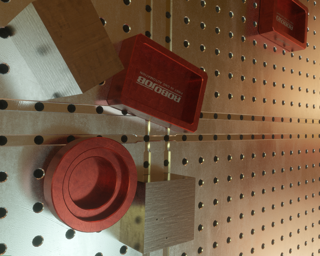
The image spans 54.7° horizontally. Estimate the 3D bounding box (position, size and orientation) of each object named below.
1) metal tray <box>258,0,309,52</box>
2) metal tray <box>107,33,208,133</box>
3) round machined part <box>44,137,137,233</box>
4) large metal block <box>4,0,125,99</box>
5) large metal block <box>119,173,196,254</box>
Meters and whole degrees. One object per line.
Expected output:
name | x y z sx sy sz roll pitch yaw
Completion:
metal tray | 0.246 -0.213 0.611 0.131 0.030 0.090 9 84 -40
metal tray | 0.003 -0.053 0.407 0.131 0.030 0.090 21 77 -38
round machined part | -0.076 0.058 0.334 0.099 0.042 0.097 0 90 -40
large metal block | -0.092 -0.077 0.296 0.050 0.080 0.080 -40 114 -33
large metal block | -0.002 0.102 0.391 0.081 0.050 0.080 2 89 -40
